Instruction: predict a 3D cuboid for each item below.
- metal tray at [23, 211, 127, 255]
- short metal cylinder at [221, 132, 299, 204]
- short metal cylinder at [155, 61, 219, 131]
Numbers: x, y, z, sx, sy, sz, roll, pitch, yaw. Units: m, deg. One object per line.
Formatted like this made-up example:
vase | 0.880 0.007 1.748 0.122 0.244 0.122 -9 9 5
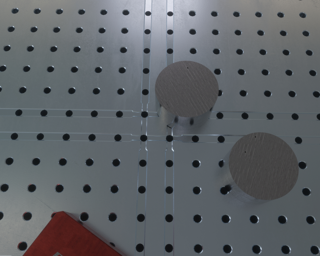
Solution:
metal tray | -0.088 0.167 0.347 0.130 0.030 0.090 33 73 11
short metal cylinder | 0.120 0.051 0.381 0.081 0.050 0.080 0 70 0
short metal cylinder | 0.034 -0.042 0.414 0.081 0.050 0.080 0 70 0
